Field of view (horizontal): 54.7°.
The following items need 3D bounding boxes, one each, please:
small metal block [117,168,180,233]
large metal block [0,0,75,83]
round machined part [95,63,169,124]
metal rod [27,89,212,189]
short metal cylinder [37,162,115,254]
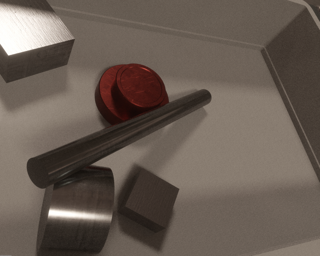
[{"bbox_3d":[-0.012,0.082,0.350,0.050,0.025,0.050,31,52,-9],"label":"small metal block"},{"bbox_3d":[-0.163,-0.110,0.370,0.081,0.050,0.080,-30,79,-38],"label":"large metal block"},{"bbox_3d":[-0.032,-0.046,0.407,0.099,0.042,0.098,14,56,-21],"label":"round machined part"},{"bbox_3d":[-0.012,-0.007,0.352,0.025,0.025,0.302,52,35,8],"label":"metal rod"},{"bbox_3d":[-0.079,0.072,0.285,0.050,0.080,0.080,12,57,-22],"label":"short metal cylinder"}]
